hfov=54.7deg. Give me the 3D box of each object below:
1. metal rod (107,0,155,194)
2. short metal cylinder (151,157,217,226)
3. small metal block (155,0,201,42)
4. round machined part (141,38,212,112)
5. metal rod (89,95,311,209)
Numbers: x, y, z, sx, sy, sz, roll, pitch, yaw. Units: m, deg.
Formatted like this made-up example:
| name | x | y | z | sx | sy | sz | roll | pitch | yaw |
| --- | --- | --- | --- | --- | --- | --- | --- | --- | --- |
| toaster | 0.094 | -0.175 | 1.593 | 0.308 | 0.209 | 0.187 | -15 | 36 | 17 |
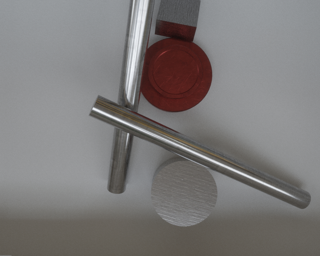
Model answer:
| name | x | y | z | sx | sy | sz | roll | pitch | yaw |
| --- | --- | --- | --- | --- | --- | --- | --- | --- | --- |
| metal rod | -0.033 | -0.053 | 0.351 | 0.025 | 0.025 | 0.298 | 11 | 114 | -1 |
| short metal cylinder | 0.029 | 0.079 | 0.399 | 0.081 | 0.050 | 0.079 | 0 | 90 | -1 |
| small metal block | 0.023 | -0.143 | 0.401 | 0.050 | 0.025 | 0.050 | 11 | 61 | -1 |
| round machined part | 0.019 | -0.070 | 0.403 | 0.099 | 0.042 | 0.097 | 0 | 90 | -1 |
| metal rod | 0.060 | 0.036 | 0.374 | 0.302 | 0.025 | 0.025 | 25 | 90 | -16 |
